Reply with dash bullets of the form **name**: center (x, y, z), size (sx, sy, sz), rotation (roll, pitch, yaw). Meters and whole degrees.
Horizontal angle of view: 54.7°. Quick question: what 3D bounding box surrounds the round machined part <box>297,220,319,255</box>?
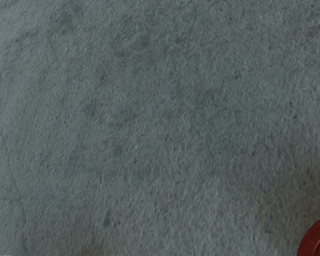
- **round machined part**: center (0.160, 0.116, 0.238), size (0.098, 0.042, 0.098), rotation (-13, 56, 20)
